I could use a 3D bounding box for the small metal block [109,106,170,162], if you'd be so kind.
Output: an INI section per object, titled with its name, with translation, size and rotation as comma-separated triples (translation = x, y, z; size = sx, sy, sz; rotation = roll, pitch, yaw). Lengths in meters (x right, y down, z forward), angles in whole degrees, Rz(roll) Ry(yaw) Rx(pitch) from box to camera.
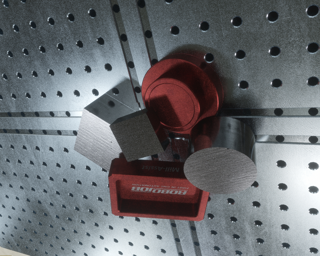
[small metal block]
translation = -0.024, 0.008, 0.368
size = 0.050, 0.025, 0.050
rotation = -18, 106, 23

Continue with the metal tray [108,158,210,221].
[metal tray]
translation = -0.001, 0.086, 0.425
size = 0.131, 0.030, 0.089
rotation = 4, 130, 0

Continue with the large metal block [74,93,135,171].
[large metal block]
translation = -0.067, 0.011, 0.437
size = 0.080, 0.050, 0.079
rotation = 31, 128, 8

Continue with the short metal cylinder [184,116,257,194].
[short metal cylinder]
translation = 0.071, 0.033, 0.363
size = 0.080, 0.050, 0.079
rotation = 7, 133, 8

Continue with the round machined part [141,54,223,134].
[round machined part]
translation = 0.021, -0.034, 0.368
size = 0.098, 0.042, 0.097
rotation = 13, 124, 21
